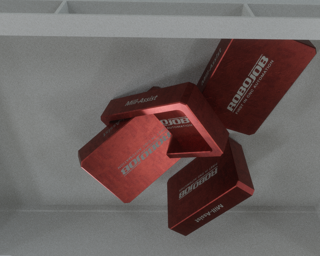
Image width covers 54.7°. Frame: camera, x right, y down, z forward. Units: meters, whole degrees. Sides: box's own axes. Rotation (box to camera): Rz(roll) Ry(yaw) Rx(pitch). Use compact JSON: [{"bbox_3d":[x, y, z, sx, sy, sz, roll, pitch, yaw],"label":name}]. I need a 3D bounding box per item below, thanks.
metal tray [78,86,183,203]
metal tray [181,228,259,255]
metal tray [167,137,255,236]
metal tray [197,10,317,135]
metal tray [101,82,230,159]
[{"bbox_3d":[-0.024,0.023,0.388,0.130,0.030,0.090,-41,121,-1],"label":"metal tray"},{"bbox_3d":[0.116,0.244,0.617,0.131,0.030,0.089,13,129,-12],"label":"metal tray"},{"bbox_3d":[0.064,0.082,0.436,0.030,0.090,0.129,32,123,-24],"label":"metal tray"},{"bbox_3d":[0.100,-0.056,0.359,0.091,0.030,0.129,16,128,-14],"label":"metal tray"},{"bbox_3d":[0.004,-0.002,0.368,0.130,0.030,0.090,-7,136,40],"label":"metal tray"}]
